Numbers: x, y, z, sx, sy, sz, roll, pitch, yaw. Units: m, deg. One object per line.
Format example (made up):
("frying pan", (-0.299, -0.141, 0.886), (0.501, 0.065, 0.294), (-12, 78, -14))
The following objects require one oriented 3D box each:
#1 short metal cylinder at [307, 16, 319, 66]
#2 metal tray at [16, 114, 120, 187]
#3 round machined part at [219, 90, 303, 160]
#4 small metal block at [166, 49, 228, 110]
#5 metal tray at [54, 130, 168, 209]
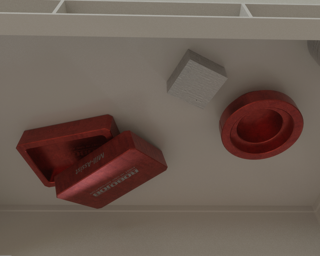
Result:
("short metal cylinder", (0.204, -0.088, 0.321), (0.081, 0.050, 0.079), (0, 130, 0))
("metal tray", (-0.116, 0.035, 0.433), (0.131, 0.030, 0.090), (-11, 130, 8))
("round machined part", (0.124, -0.008, 0.393), (0.099, 0.042, 0.097), (-1, 130, 0))
("small metal block", (0.042, -0.056, 0.362), (0.050, 0.025, 0.050), (22, 127, -18))
("metal tray", (-0.067, 0.062, 0.428), (0.130, 0.030, 0.090), (-32, 144, 15))
